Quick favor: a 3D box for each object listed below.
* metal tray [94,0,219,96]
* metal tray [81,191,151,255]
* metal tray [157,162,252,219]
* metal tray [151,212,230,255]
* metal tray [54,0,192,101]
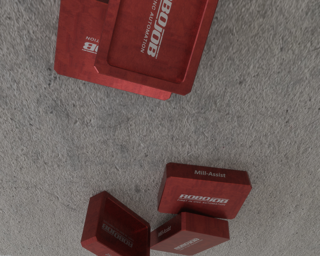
[{"bbox_3d":[0.000,-0.103,0.279,0.091,0.030,0.129,14,103,-11],"label":"metal tray"},{"bbox_3d":[-0.067,0.175,0.512,0.030,0.090,0.130,-29,125,22],"label":"metal tray"},{"bbox_3d":[0.067,0.102,0.491,0.131,0.030,0.089,7,130,-7],"label":"metal tray"},{"bbox_3d":[0.048,0.189,0.543,0.091,0.030,0.129,17,141,-19],"label":"metal tray"},{"bbox_3d":[-0.039,-0.086,0.330,0.131,0.030,0.089,13,129,-11],"label":"metal tray"}]
